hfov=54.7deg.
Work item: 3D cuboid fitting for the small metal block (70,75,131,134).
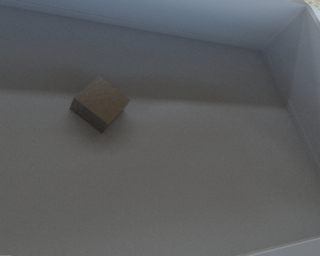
[{"bbox_3d":[-0.074,-0.030,0.385,0.050,0.025,0.050,38,51,-3],"label":"small metal block"}]
